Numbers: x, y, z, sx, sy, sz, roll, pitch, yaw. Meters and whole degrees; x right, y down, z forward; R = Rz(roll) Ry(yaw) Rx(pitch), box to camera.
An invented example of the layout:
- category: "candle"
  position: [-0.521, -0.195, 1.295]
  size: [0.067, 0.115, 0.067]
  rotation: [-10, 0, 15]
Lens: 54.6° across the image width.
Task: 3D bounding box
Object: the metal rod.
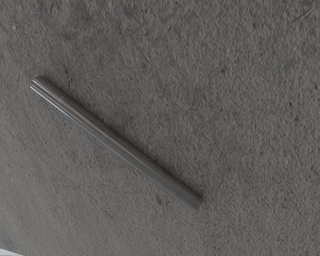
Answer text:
- category: "metal rod"
  position: [-0.065, 0.022, 0.455]
  size: [0.300, 0.025, 0.025]
  rotation: [37, 129, 3]
